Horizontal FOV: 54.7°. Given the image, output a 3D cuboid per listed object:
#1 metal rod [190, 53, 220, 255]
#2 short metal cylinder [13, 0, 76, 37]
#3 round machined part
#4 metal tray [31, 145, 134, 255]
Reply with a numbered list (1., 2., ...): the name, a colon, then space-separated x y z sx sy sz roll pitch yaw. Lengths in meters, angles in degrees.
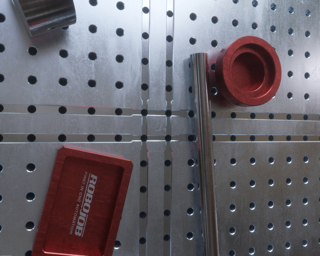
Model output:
1. metal rod: 0.064 0.046 0.435 0.025 0.025 0.298 -4 92 -20
2. short metal cylinder: -0.131 -0.145 0.335 0.050 0.080 0.080 -25 99 -18
3. round machined part: 0.122 -0.079 0.448 0.099 0.042 0.097 0 90 -20
4. metal tray: -0.092 0.093 0.375 0.091 0.030 0.129 15 85 -20
